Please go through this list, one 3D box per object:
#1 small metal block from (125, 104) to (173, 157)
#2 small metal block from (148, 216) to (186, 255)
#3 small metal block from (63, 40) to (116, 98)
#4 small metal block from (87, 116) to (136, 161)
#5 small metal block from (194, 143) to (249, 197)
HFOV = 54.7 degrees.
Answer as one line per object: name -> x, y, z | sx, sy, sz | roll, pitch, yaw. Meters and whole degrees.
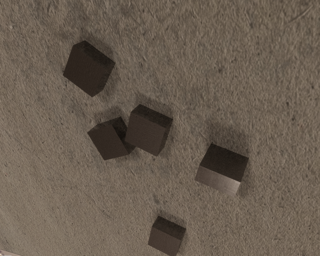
small metal block -> -0.016, 0.003, 0.416 | 0.050, 0.025, 0.050 | 25, 127, 12
small metal block -> 0.011, 0.180, 0.511 | 0.050, 0.025, 0.050 | 22, 127, 14
small metal block -> -0.094, -0.077, 0.407 | 0.050, 0.025, 0.050 | 37, 129, 3
small metal block -> -0.069, 0.016, 0.452 | 0.050, 0.025, 0.050 | -16, 110, 34
small metal block -> 0.077, 0.050, 0.381 | 0.050, 0.050, 0.025 | 22, 126, 15
